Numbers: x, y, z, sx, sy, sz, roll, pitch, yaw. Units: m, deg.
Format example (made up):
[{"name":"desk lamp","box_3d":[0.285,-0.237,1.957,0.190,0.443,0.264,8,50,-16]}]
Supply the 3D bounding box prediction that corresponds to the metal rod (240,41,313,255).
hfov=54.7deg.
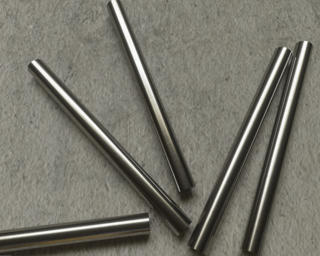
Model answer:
[{"name":"metal rod","box_3d":[0.158,0.012,0.405,0.025,0.025,0.300,20,71,7]}]

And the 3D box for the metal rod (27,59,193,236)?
[{"name":"metal rod","box_3d":[-0.073,0.016,0.401,0.025,0.025,0.300,-41,76,-14]}]

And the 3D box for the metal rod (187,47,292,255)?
[{"name":"metal rod","box_3d":[0.111,0.016,0.403,0.025,0.025,0.300,26,72,9]}]

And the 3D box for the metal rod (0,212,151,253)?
[{"name":"metal rod","box_3d":[-0.162,0.129,0.358,0.302,0.025,0.025,-6,70,-3]}]

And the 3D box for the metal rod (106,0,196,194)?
[{"name":"metal rod","box_3d":[-0.019,-0.056,0.428,0.025,0.025,0.299,-19,71,-7]}]
